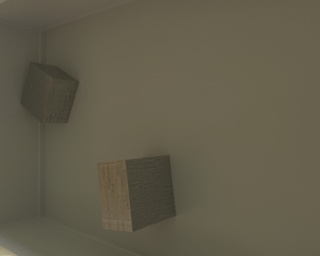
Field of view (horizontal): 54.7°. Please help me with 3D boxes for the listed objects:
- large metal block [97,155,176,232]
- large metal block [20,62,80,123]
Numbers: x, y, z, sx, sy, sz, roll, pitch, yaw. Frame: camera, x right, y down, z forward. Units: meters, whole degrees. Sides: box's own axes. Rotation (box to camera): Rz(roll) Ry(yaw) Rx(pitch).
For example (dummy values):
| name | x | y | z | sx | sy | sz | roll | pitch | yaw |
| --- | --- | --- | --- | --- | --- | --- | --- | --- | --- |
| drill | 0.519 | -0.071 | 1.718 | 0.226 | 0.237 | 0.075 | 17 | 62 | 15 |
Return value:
| name | x | y | z | sx | sy | sz | roll | pitch | yaw |
| --- | --- | --- | --- | --- | --- | --- | --- | --- | --- |
| large metal block | -0.028 | 0.079 | 0.392 | 0.050 | 0.081 | 0.080 | -10 | 84 | 39 |
| large metal block | -0.197 | -0.062 | 0.549 | 0.080 | 0.050 | 0.079 | 33 | 110 | 34 |
